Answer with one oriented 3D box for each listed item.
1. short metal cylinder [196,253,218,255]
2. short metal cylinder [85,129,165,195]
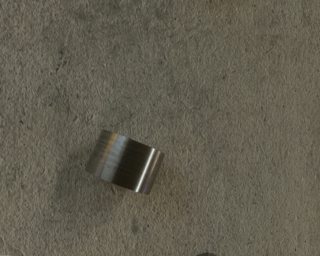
[{"bbox_3d":[0.072,0.220,0.422,0.081,0.050,0.080,0,90,-20],"label":"short metal cylinder"},{"bbox_3d":[-0.040,0.040,0.365,0.080,0.080,0.050,24,82,-19],"label":"short metal cylinder"}]
